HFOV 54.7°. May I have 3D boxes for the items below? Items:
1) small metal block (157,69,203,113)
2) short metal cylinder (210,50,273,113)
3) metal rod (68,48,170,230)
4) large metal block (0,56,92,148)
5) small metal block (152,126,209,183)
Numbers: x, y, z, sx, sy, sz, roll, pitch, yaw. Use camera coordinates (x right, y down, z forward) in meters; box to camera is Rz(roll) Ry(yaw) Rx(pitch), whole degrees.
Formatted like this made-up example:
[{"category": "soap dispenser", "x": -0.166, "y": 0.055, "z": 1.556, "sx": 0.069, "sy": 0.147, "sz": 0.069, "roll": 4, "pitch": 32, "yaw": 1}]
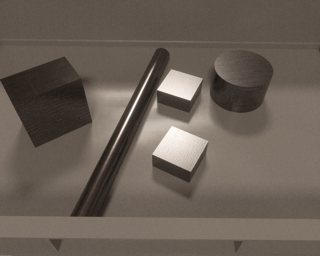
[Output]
[{"category": "small metal block", "x": 0.029, "y": -0.055, "z": 0.451, "sx": 0.050, "sy": 0.025, "sz": 0.050, "roll": 20, "pitch": 53, "yaw": 15}, {"category": "short metal cylinder", "x": 0.116, "y": -0.068, "z": 0.448, "sx": 0.081, "sy": 0.050, "sz": 0.080, "roll": 0, "pitch": 50, "yaw": 0}, {"category": "metal rod", "x": -0.040, "y": -0.011, "z": 0.413, "sx": 0.025, "sy": 0.025, "sz": 0.300, "roll": 13, "pitch": 51, "yaw": 10}, {"category": "large metal block", "x": -0.141, "y": -0.033, "z": 0.395, "sx": 0.081, "sy": 0.080, "sz": 0.050, "roll": -27, "pitch": 55, "yaw": -21}, {"category": "small metal block", "x": 0.025, "y": 0.031, "z": 0.379, "sx": 0.050, "sy": 0.025, "sz": 0.050, "roll": 23, "pitch": 54, "yaw": 18}]
